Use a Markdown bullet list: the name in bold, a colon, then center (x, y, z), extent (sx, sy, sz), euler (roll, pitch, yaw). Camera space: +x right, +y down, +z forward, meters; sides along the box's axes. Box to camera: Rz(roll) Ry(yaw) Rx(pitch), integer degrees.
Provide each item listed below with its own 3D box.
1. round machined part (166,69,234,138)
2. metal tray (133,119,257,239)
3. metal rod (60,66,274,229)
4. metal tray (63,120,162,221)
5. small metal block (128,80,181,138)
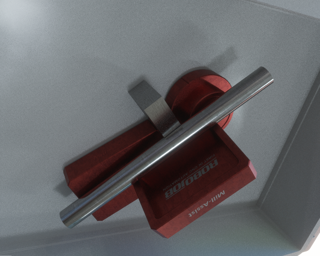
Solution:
- **round machined part**: center (0.059, -0.025, 0.414), extent (0.099, 0.042, 0.097), euler (-14, 125, -21)
- **metal tray**: center (0.036, 0.057, 0.372), extent (0.130, 0.090, 0.030), euler (-35, 132, 3)
- **metal rod**: center (0.008, 0.024, 0.376), extent (0.301, 0.025, 0.025), euler (-36, 130, 1)
- **metal tray**: center (-0.048, 0.058, 0.415), extent (0.131, 0.030, 0.090), euler (-31, 129, -9)
- **small metal block**: center (-0.007, -0.024, 0.374), extent (0.025, 0.050, 0.050), euler (-38, 130, -3)
